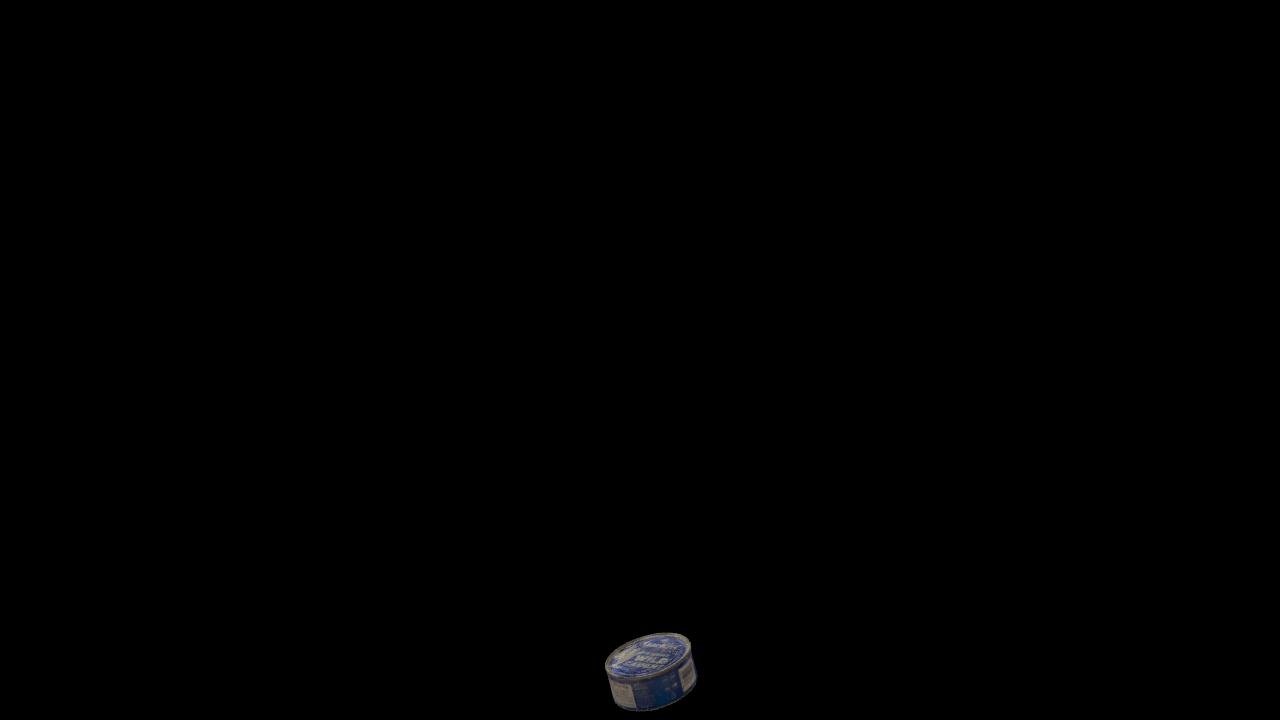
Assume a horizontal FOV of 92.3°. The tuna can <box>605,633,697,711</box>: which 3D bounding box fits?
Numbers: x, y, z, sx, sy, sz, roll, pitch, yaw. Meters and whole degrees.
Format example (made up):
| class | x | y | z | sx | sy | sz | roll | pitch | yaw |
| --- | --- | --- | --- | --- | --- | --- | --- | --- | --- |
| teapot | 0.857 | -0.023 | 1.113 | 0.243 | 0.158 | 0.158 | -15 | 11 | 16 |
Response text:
| class | x | y | z | sx | sy | sz | roll | pitch | yaw |
| --- | --- | --- | --- | --- | --- | --- | --- | --- | --- |
| tuna can | 0.011 | 0.294 | 0.582 | 0.084 | 0.034 | 0.084 | -14 | -1 | 0 |
